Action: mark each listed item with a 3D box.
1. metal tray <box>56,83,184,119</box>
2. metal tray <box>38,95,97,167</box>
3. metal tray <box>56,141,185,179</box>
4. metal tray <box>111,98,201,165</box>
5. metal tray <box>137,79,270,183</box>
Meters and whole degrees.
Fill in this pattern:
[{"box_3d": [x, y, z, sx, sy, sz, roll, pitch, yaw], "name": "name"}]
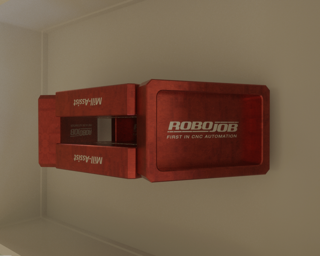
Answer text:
[{"box_3d": [-0.048, -0.027, 0.362, 0.130, 0.091, 0.030, 1, 90, 40], "name": "metal tray"}, {"box_3d": [-0.126, 0.003, 0.443, 0.030, 0.130, 0.089, 0, 91, 8], "name": "metal tray"}, {"box_3d": [-0.048, 0.033, 0.363, 0.130, 0.091, 0.030, 0, 90, 39], "name": "metal tray"}, {"box_3d": [-0.009, 0.003, 0.410, 0.130, 0.030, 0.089, 0, 90, 39], "name": "metal tray"}, {"box_3d": [0.044, 0.002, 0.301, 0.030, 0.131, 0.089, -179, 88, -69], "name": "metal tray"}]
